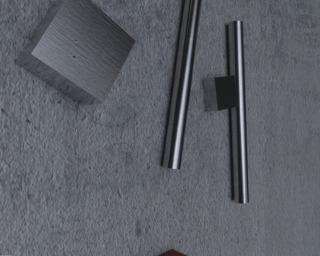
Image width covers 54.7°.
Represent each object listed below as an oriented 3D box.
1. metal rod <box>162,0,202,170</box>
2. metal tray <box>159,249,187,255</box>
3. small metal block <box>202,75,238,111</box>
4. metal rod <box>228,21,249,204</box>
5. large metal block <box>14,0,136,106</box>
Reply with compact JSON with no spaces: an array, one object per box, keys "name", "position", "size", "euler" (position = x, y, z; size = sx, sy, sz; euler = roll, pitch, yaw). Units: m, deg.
[{"name":"metal rod","position":[0.036,-0.092,0.436],"size":[0.025,0.025,0.298],"euler":[13,82,-40]},{"name":"metal tray","position":[0.001,0.239,0.404],"size":[0.091,0.030,0.129],"euler":[-7,95,-40]},{"name":"small metal block","position":[0.095,-0.055,0.487],"size":[0.050,0.025,0.050],"euler":[-13,99,-39]},{"name":"metal rod","position":[0.131,-0.025,0.517],"size":[0.025,0.025,0.298],"euler":[-4,93,-40]},{"name":"large metal block","position":[-0.084,-0.079,0.319],"size":[0.080,0.050,0.080],"euler":[36,68,-35]}]
